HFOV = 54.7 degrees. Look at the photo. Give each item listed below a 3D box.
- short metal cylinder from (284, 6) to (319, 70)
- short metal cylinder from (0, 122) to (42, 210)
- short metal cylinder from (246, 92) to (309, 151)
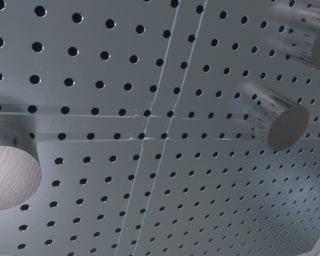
[{"bbox_3d":[0.226,-0.128,0.440,0.081,0.050,0.079,-14,124,-21],"label":"short metal cylinder"},{"bbox_3d":[-0.171,0.040,0.326,0.081,0.050,0.079,-14,124,-21],"label":"short metal cylinder"},{"bbox_3d":[0.185,-0.010,0.490,0.081,0.050,0.079,-14,124,-21],"label":"short metal cylinder"}]
